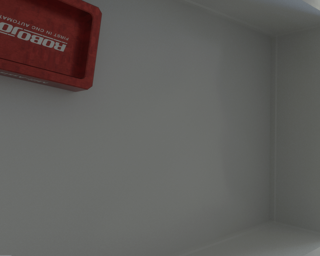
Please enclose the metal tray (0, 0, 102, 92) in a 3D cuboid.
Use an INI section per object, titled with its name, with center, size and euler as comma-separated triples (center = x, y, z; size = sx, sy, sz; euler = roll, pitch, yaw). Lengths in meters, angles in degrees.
[metal tray]
center = -0.125, -0.092, 0.297
size = 0.131, 0.030, 0.090
euler = 10, 84, -40
